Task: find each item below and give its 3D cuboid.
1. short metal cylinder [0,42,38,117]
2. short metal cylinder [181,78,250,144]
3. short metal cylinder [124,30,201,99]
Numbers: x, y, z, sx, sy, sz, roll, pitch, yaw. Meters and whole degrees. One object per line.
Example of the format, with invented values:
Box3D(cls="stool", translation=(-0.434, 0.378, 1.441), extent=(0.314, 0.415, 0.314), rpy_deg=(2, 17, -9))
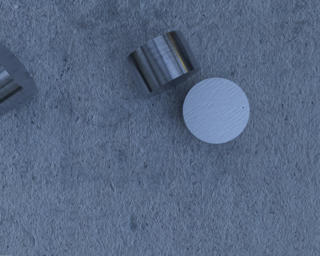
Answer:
Box3D(cls="short metal cylinder", translation=(-0.199, -0.061, 0.381), extent=(0.050, 0.080, 0.080), rpy_deg=(-34, 90, 0))
Box3D(cls="short metal cylinder", translation=(0.068, -0.021, 0.398), extent=(0.081, 0.050, 0.080), rpy_deg=(0, 90, 0))
Box3D(cls="short metal cylinder", translation=(0.003, -0.076, 0.382), extent=(0.080, 0.080, 0.050), rpy_deg=(-28, 90, 0))
